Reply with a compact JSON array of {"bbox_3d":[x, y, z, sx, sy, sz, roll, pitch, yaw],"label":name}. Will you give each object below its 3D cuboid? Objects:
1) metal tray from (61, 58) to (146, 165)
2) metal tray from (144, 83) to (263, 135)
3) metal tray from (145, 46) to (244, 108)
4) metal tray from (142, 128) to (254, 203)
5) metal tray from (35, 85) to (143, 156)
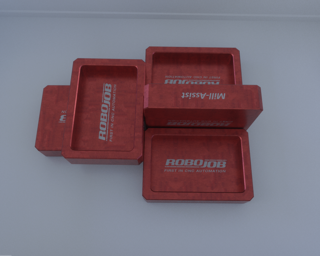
[{"bbox_3d":[-0.064,-0.022,0.380,0.091,0.030,0.130,1,70,0],"label":"metal tray"},{"bbox_3d":[0.048,-0.020,0.380,0.131,0.090,0.030,1,70,0],"label":"metal tray"},{"bbox_3d":[0.045,-0.066,0.430,0.131,0.030,0.090,1,70,0],"label":"metal tray"},{"bbox_3d":[0.045,0.047,0.388,0.131,0.030,0.090,1,70,0],"label":"metal tray"},{"bbox_3d":[-0.088,-0.009,0.406,0.131,0.030,0.090,0,70,-1],"label":"metal tray"}]
